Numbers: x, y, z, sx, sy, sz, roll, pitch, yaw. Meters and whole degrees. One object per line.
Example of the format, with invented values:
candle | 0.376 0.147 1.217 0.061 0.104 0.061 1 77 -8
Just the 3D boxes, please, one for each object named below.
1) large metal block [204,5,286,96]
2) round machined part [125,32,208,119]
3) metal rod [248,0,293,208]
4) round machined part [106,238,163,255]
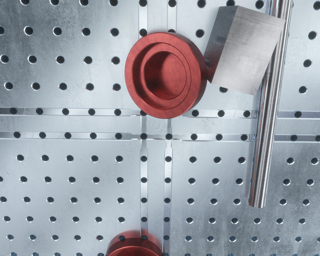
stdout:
large metal block | 0.087 -0.090 0.351 0.050 0.080 0.079 14 110 -7
round machined part | 0.010 -0.063 0.367 0.098 0.042 0.097 9 109 28
metal rod | 0.142 -0.029 0.403 0.025 0.025 0.298 0 110 0
round machined part | -0.041 0.226 0.487 0.099 0.042 0.097 0 110 0
